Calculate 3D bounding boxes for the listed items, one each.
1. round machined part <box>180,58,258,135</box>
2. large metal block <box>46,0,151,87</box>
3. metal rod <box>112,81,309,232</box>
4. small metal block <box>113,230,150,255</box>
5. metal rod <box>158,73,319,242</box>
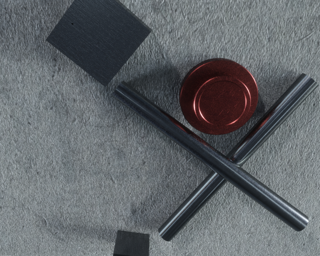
[{"bbox_3d":[0.074,-0.036,0.389,0.099,0.042,0.097,0,110,-1],"label":"round machined part"},{"bbox_3d":[-0.066,-0.108,0.356,0.080,0.050,0.080,39,105,-14],"label":"large metal block"},{"bbox_3d":[0.068,0.039,0.402,0.301,0.025,0.025,36,106,-4],"label":"metal rod"},{"bbox_3d":[-0.043,0.183,0.463,0.050,0.050,0.025,9,110,-4],"label":"small metal block"},{"bbox_3d":[0.098,0.050,0.429,0.025,0.025,0.299,36,106,-13],"label":"metal rod"}]
